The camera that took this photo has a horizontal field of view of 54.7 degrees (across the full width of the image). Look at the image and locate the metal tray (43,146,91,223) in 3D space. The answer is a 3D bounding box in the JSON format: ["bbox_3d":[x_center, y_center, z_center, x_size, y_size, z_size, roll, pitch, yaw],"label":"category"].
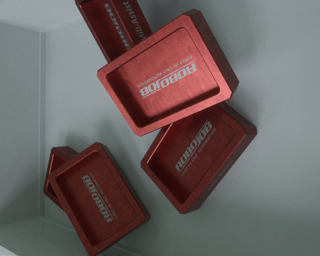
[{"bbox_3d":[-0.142,0.094,0.517,0.130,0.030,0.089,24,105,37],"label":"metal tray"}]

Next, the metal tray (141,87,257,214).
[{"bbox_3d":[0.040,0.025,0.369,0.090,0.030,0.129,46,117,30],"label":"metal tray"}]

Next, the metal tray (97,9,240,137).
[{"bbox_3d":[0.005,-0.052,0.331,0.130,0.030,0.090,-23,105,35],"label":"metal tray"}]

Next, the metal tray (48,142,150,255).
[{"bbox_3d":[-0.086,0.097,0.433,0.090,0.030,0.130,-35,73,-1],"label":"metal tray"}]

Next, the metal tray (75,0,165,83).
[{"bbox_3d":[-0.050,-0.118,0.385,0.090,0.030,0.130,0,121,60],"label":"metal tray"}]
